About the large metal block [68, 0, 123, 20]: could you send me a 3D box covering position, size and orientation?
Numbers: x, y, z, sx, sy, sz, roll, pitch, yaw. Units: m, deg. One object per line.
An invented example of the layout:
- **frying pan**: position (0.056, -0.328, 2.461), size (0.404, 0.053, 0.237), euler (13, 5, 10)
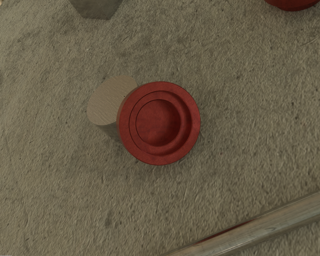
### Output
- **large metal block**: position (-0.120, -0.264, 0.613), size (0.080, 0.050, 0.080), euler (18, 71, 35)

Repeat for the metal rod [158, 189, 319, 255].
- **metal rod**: position (0.075, 0.106, 0.299), size (0.300, 0.025, 0.025), euler (-27, 53, 11)

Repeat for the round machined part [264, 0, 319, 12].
- **round machined part**: position (0.186, -0.197, 0.417), size (0.098, 0.042, 0.098), euler (-13, 56, 21)

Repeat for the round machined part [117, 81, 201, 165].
- **round machined part**: position (-0.004, -0.007, 0.375), size (0.098, 0.098, 0.042), euler (-50, 17, -7)

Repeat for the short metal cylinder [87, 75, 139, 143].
- **short metal cylinder**: position (-0.053, -0.026, 0.430), size (0.080, 0.050, 0.080), euler (-15, 54, 22)
